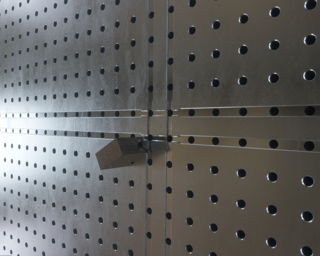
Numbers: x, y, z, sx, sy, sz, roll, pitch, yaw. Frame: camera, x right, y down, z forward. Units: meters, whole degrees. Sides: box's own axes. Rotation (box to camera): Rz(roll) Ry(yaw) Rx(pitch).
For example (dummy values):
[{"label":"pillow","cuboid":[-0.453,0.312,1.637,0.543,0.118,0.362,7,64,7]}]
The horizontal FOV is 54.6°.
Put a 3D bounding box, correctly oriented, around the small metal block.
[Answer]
[{"label":"small metal block","cuboid":[-0.054,0.036,0.439,0.050,0.050,0.025,-35,69,35]}]
